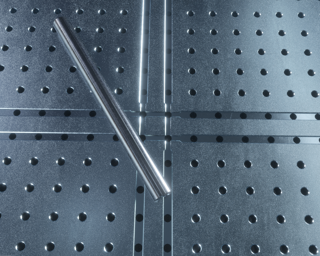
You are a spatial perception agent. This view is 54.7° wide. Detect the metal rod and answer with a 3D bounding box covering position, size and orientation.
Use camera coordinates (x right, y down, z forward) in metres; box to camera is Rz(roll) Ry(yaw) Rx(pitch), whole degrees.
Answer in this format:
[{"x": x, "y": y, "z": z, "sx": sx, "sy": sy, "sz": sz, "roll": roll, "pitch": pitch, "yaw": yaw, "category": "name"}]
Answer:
[{"x": -0.073, "y": -0.038, "z": 0.424, "sx": 0.025, "sy": 0.025, "sz": 0.299, "roll": -29, "pitch": 73, "yaw": -10, "category": "metal rod"}]
